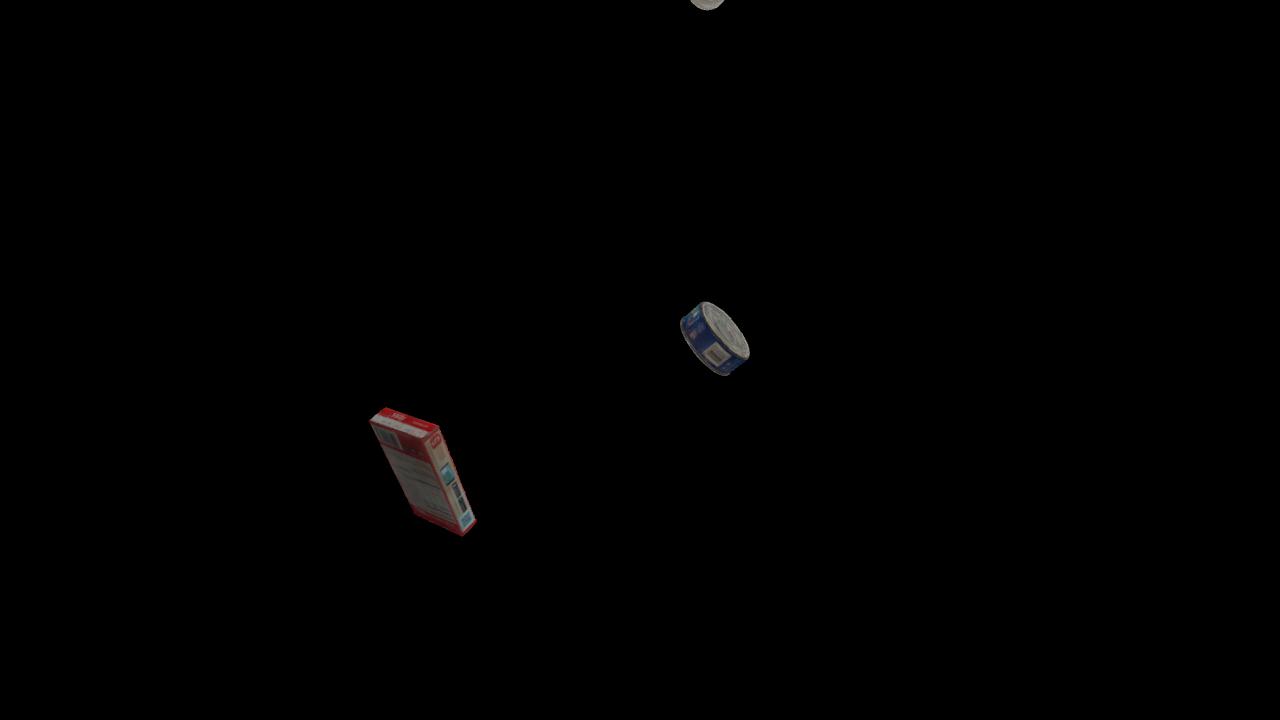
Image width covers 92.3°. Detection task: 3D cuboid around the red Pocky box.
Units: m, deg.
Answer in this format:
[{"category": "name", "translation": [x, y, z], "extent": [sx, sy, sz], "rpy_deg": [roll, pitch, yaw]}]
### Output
[{"category": "red Pocky box", "translation": [-0.238, 0.125, 0.682], "extent": [0.083, 0.155, 0.028], "rpy_deg": [13, 41, 26]}]

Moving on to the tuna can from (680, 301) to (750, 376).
[{"category": "tuna can", "translation": [0.086, -0.025, 0.694], "extent": [0.034, 0.084, 0.084], "rpy_deg": [-41, -20, 26]}]

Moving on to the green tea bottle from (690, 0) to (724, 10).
[{"category": "green tea bottle", "translation": [0.076, -0.267, 0.345], "extent": [0.073, 0.073, 0.212], "rpy_deg": [0, 2, -14]}]
